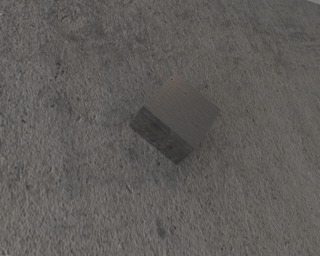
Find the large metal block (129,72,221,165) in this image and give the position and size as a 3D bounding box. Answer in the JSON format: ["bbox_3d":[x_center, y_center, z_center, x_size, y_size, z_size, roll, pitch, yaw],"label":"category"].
[{"bbox_3d":[0.021,-0.013,0.406,0.080,0.050,0.080,40,51,-1],"label":"large metal block"}]
